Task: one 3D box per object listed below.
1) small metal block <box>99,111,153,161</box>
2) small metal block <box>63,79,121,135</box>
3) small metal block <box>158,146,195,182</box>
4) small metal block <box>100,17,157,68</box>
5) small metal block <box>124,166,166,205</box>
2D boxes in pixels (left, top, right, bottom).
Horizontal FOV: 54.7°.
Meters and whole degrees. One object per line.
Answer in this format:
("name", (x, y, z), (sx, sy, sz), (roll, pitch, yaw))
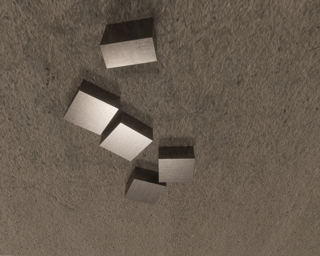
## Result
("small metal block", (-0.045, 0.012, 0.417), (0.050, 0.025, 0.050), (31, 123, -24))
("small metal block", (-0.084, -0.025, 0.385), (0.050, 0.025, 0.050), (26, 125, -21))
("small metal block", (0.023, 0.053, 0.453), (0.050, 0.025, 0.050), (-1, 130, 0))
("small metal block", (-0.030, -0.088, 0.316), (0.050, 0.050, 0.025), (-7, 130, 5))
("small metal block", (-0.023, 0.091, 0.484), (0.050, 0.025, 0.050), (16, 128, -14))
